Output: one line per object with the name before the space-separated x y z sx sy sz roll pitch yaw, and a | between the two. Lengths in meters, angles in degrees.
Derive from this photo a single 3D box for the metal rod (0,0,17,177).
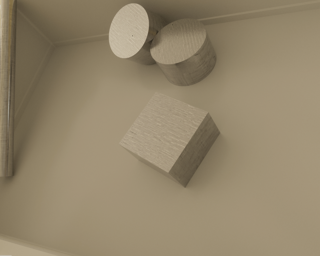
metal rod | -0.251 -0.072 0.507 0.025 0.025 0.298 -6 82 25

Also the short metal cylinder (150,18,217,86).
short metal cylinder | 0.034 -0.106 0.436 0.080 0.050 0.080 -13 57 20

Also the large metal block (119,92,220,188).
large metal block | 0.012 0.012 0.375 0.080 0.050 0.080 26 75 36

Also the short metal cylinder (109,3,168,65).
short metal cylinder | -0.031 -0.140 0.471 0.080 0.050 0.080 -2 86 38
